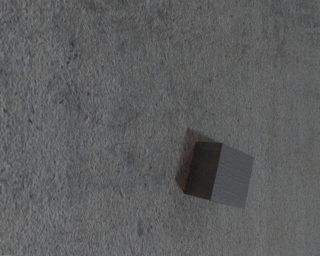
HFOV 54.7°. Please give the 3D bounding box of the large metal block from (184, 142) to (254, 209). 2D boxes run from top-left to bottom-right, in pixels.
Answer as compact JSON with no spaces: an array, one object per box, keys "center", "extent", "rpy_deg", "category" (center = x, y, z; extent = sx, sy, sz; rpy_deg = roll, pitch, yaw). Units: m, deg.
[{"center":[0.091,0.071,0.464],"extent":[0.080,0.050,0.080],"rpy_deg":[23,75,-38],"category":"large metal block"}]
